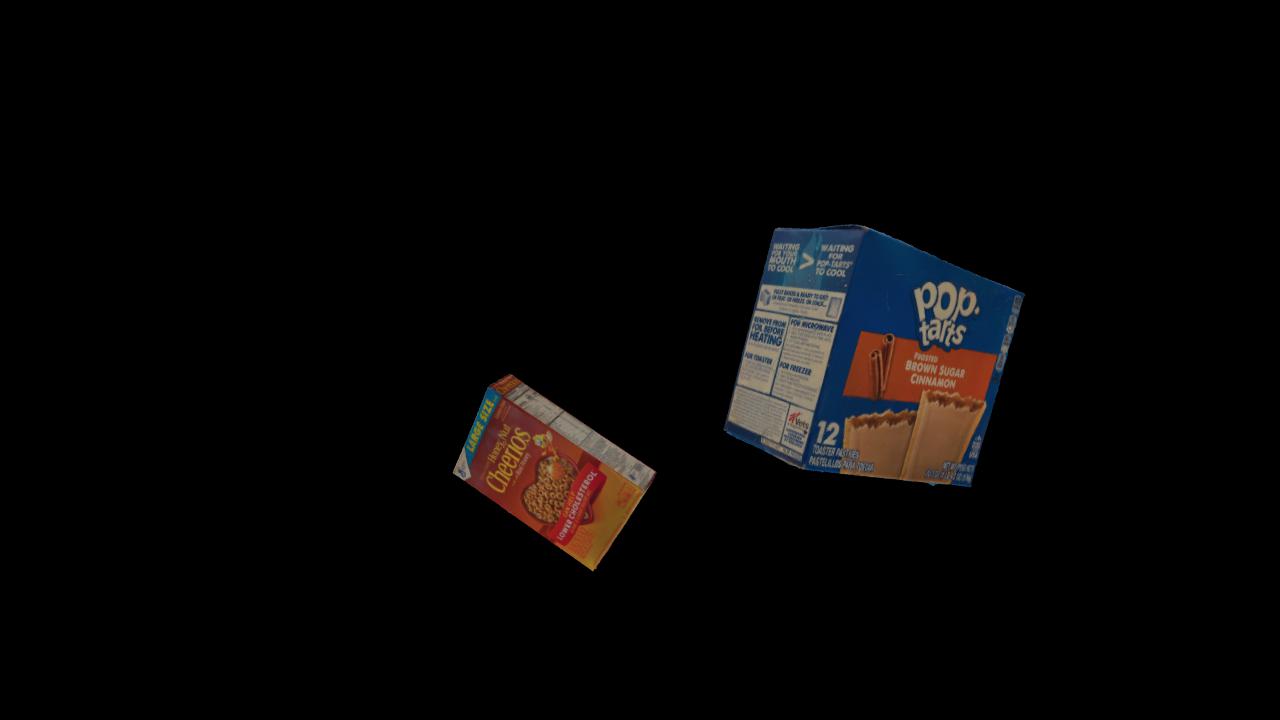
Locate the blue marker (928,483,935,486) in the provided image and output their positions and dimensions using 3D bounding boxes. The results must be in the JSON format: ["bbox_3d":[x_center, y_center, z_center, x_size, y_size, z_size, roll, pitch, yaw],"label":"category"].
[{"bbox_3d":[0.442,0.128,0.891,0.020,0.121,0.020,11,18,-3],"label":"blue marker"}]

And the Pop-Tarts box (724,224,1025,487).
[{"bbox_3d":[0.158,0.001,0.412,0.167,0.141,0.083,12,4,-31],"label":"Pop-Tarts box"}]

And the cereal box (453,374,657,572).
[{"bbox_3d":[-0.151,0.190,1.037,0.306,0.203,0.081,33,27,6],"label":"cereal box"}]
